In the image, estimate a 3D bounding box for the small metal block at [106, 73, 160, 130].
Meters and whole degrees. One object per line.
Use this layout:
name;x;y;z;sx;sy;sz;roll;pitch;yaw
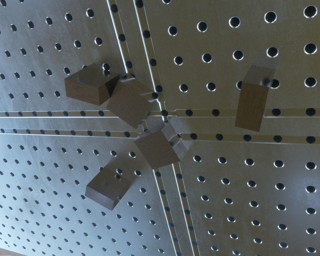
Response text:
small metal block;-0.036;-0.035;0.407;0.050;0.025;0.050;36;129;4

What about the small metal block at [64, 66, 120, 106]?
small metal block;-0.087;-0.056;0.404;0.050;0.050;0.025;16;125;19

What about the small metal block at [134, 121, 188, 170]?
small metal block;0.001;0.025;0.425;0.050;0.025;0.050;-22;107;36

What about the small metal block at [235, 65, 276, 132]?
small metal block;0.099;-0.032;0.323;0.025;0.050;0.050;14;124;20

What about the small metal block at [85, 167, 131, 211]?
small metal block;-0.083;0.097;0.497;0.050;0.050;0.025;26;127;11
